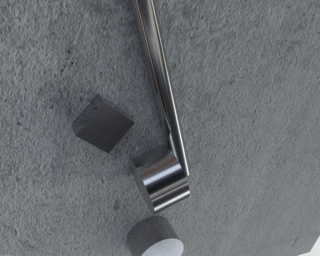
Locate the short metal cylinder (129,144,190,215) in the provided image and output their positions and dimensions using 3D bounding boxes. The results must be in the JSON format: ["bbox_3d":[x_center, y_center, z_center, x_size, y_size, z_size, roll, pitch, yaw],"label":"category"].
[{"bbox_3d":[-0.002,0.068,0.414,0.050,0.080,0.080,-24,127,-14],"label":"short metal cylinder"}]

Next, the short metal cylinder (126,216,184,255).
[{"bbox_3d":[-0.009,0.192,0.507,0.081,0.050,0.079,-14,125,-21],"label":"short metal cylinder"}]

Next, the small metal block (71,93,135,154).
[{"bbox_3d":[-0.067,-0.005,0.368,0.050,0.025,0.050,-49,129,6],"label":"small metal block"}]

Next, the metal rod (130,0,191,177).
[{"bbox_3d":[0.003,-0.050,0.379,0.025,0.025,0.298,-25,128,-13],"label":"metal rod"}]
